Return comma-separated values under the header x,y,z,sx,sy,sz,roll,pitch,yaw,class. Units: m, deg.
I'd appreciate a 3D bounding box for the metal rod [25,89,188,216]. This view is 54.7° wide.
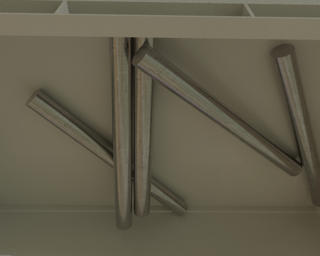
x,y,z,sx,sy,sz,roll,pitch,yaw,class
-0.059,0.050,0.451,0.025,0.025,0.300,-32,123,24,metal rod

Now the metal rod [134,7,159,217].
x,y,z,sx,sy,sz,roll,pitch,yaw,class
-0.021,0.005,0.393,0.025,0.025,0.298,2,124,-2,metal rod

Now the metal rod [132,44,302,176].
x,y,z,sx,sy,sz,roll,pitch,yaw,class
0.090,-0.006,0.384,0.301,0.025,0.025,31,124,-31,metal rod

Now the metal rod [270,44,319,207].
x,y,z,sx,sy,sz,roll,pitch,yaw,class
0.199,0.018,0.425,0.025,0.025,0.299,-21,128,16,metal rod

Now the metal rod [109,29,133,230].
x,y,z,sx,sy,sz,roll,pitch,yaw,class
-0.049,0.025,0.404,0.025,0.025,0.298,2,123,-2,metal rod
